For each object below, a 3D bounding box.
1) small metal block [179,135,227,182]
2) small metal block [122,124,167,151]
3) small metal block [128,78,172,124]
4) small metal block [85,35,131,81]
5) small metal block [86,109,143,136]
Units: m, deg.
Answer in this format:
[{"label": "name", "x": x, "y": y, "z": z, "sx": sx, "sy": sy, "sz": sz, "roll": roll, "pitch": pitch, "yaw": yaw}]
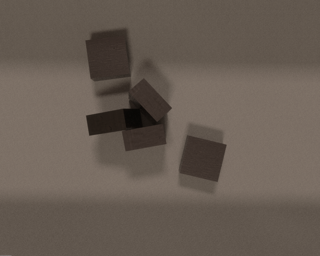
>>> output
[{"label": "small metal block", "x": 0.056, "y": 0.040, "z": 0.412, "sx": 0.050, "sy": 0.025, "sz": 0.050, "roll": 14, "pitch": 90, "yaw": -1}, {"label": "small metal block", "x": -0.019, "y": 0.011, "z": 0.399, "sx": 0.050, "sy": 0.050, "sz": 0.025, "roll": -10, "pitch": 91, "yaw": -1}, {"label": "small metal block", "x": -0.014, "y": -0.032, "z": 0.397, "sx": 0.025, "sy": 0.050, "sz": 0.050, "roll": -43, "pitch": 90, "yaw": -7}, {"label": "small metal block", "x": -0.068, "y": -0.091, "z": 0.410, "sx": 0.050, "sy": 0.025, "sz": 0.050, "roll": -8, "pitch": 90, "yaw": -1}, {"label": "small metal block", "x": -0.056, "y": -0.008, "z": 0.391, "sx": 0.050, "sy": 0.050, "sz": 0.025, "roll": -9, "pitch": 90, "yaw": 19}]
